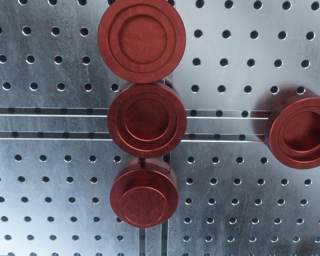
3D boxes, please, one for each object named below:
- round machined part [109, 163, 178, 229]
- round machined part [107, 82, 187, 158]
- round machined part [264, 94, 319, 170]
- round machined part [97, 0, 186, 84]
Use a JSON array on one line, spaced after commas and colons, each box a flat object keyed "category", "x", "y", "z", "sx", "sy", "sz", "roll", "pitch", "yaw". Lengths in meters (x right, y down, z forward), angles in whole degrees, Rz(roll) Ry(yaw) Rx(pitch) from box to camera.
[{"category": "round machined part", "x": -0.023, "y": 0.103, "z": 0.442, "sx": 0.099, "sy": 0.042, "sz": 0.097, "roll": 0, "pitch": 110, "yaw": -1}, {"category": "round machined part", "x": -0.016, "y": -0.014, "z": 0.399, "sx": 0.099, "sy": 0.042, "sz": 0.097, "roll": 0, "pitch": 110, "yaw": -1}, {"category": "round machined part", "x": 0.187, "y": 0.002, "z": 0.408, "sx": 0.099, "sy": 0.042, "sz": 0.097, "roll": 0, "pitch": 110, "yaw": -1}, {"category": "round machined part", "x": -0.020, "y": -0.103, "z": 0.363, "sx": 0.099, "sy": 0.042, "sz": 0.097, "roll": 0, "pitch": 105, "yaw": 0}]
